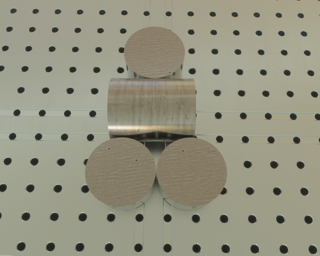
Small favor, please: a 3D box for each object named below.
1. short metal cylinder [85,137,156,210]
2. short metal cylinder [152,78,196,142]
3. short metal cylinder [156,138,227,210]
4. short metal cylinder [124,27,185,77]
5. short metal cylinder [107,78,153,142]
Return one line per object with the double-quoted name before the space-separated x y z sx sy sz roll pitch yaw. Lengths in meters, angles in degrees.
"short metal cylinder" -0.045 0.057 0.376 0.081 0.050 0.080 0 70 0
"short metal cylinder" 0.016 -0.022 0.392 0.050 0.080 0.080 0 70 0
"short metal cylinder" 0.036 0.057 0.376 0.081 0.050 0.080 0 70 0
"short metal cylinder" -0.007 -0.093 0.432 0.081 0.050 0.080 0 70 0
"short metal cylinder" -0.035 -0.023 0.391 0.050 0.080 0.080 0 70 0
